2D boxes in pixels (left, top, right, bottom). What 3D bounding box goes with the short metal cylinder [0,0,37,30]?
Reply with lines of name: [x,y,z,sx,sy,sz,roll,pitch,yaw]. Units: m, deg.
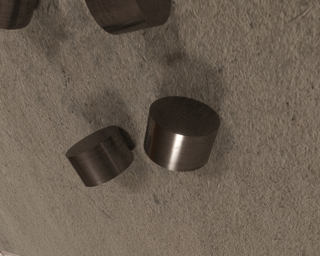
short metal cylinder: [-0.189,-0.164,0.367,0.080,0.080,0.050,41,129,0]

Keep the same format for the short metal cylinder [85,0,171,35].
short metal cylinder: [-0.030,-0.136,0.302,0.050,0.080,0.080,-3,117,29]

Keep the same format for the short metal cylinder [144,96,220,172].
short metal cylinder: [0.024,0.005,0.361,0.080,0.080,0.050,22,127,15]

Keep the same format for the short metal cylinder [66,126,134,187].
short metal cylinder: [-0.084,0.038,0.437,0.080,0.080,0.050,-15,111,34]
